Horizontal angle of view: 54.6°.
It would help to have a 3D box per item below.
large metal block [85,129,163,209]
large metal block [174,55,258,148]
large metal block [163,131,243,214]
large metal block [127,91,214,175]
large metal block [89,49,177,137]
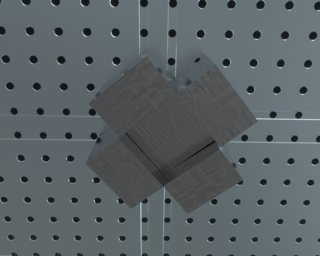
[{"bbox_3d":[-0.041,0.041,0.398,0.050,0.080,0.080,-37,107,12],"label":"large metal block"},{"bbox_3d":[0.063,-0.035,0.372,0.050,0.080,0.080,-37,106,12],"label":"large metal block"},{"bbox_3d":[0.051,0.051,0.404,0.080,0.080,0.050,-35,106,12],"label":"large metal block"},{"bbox_3d":[0.012,-0.002,0.398,0.080,0.050,0.080,-36,105,14],"label":"large metal block"},{"bbox_3d":[-0.029,-0.045,0.367,0.080,0.080,0.050,-37,106,12],"label":"large metal block"}]
